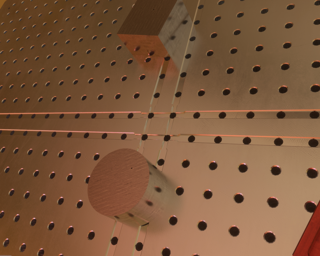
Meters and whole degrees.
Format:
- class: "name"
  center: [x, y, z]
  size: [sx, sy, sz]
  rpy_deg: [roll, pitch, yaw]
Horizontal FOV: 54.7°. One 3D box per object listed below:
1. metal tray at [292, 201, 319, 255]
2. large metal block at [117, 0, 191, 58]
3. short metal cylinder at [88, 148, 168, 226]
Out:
- class: "metal tray"
  center: [0.187, 0.103, 0.243]
  size: [0.130, 0.030, 0.090]
  rpy_deg: [24, 75, 36]
- class: "large metal block"
  center: [-0.008, -0.163, 0.496]
  size: [0.080, 0.050, 0.080]
  rpy_deg: [14, 69, 33]
- class: "short metal cylinder"
  center: [-0.038, 0.071, 0.369]
  size: [0.080, 0.050, 0.080]
  rpy_deg: [-13, 56, 21]
